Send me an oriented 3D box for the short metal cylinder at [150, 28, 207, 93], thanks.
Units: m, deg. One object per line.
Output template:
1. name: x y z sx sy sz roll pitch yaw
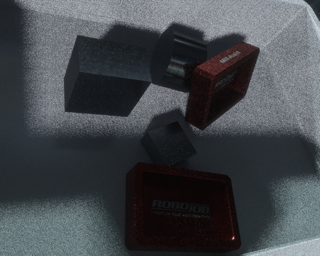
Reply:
1. short metal cylinder: 0.024 -0.095 0.443 0.050 0.080 0.080 12 57 -22

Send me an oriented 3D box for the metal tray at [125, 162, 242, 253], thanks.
1. metal tray: 0.027 0.094 0.360 0.131 0.030 0.090 11 57 -23

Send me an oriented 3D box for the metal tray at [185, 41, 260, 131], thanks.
1. metal tray: 0.092 -0.063 0.451 0.030 0.089 0.131 32 46 27

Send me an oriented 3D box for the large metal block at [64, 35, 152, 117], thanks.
1. large metal block: -0.066 -0.057 0.371 0.081 0.080 0.050 4 60 -27

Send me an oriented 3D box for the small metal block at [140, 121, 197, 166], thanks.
1. small metal block: 0.011 0.024 0.398 0.050 0.025 0.050 -21 73 -36
